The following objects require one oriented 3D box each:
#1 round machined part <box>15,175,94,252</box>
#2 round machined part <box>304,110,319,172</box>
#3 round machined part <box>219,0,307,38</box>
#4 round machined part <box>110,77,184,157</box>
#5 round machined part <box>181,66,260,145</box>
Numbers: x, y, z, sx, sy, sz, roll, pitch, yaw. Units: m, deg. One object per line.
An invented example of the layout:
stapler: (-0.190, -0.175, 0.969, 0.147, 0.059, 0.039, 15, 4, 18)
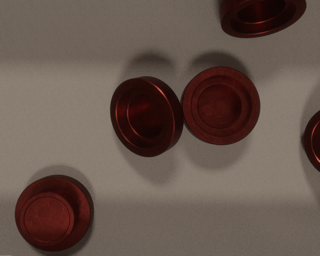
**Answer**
round machined part: (-0.139, 0.112, 0.401, 0.099, 0.042, 0.097, 0, 90, -1)
round machined part: (0.238, 0.017, 0.388, 0.042, 0.098, 0.097, -5, 90, -38)
round machined part: (0.122, -0.153, 0.378, 0.099, 0.098, 0.042, -4, 78, -1)
round machined part: (-0.012, -0.016, 0.387, 0.098, 0.042, 0.097, 12, 112, 33)
round machined part: (0.075, -0.027, 0.402, 0.099, 0.042, 0.097, 0, 89, -4)
